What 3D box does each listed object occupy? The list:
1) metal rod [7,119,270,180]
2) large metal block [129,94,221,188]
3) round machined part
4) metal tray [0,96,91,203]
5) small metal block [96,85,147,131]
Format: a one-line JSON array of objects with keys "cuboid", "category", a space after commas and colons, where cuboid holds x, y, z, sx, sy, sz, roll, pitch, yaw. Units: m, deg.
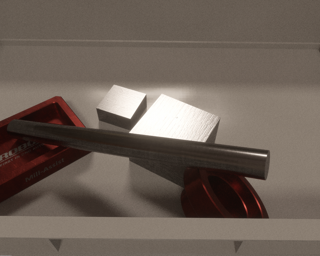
[{"cuboid": [-0.046, 0.016, 0.320, 0.301, 0.025, 0.025, 6, 48, 26], "category": "metal rod"}, {"cuboid": [0.017, 0.014, 0.377, 0.080, 0.050, 0.080, 24, 54, 18], "category": "large metal block"}, {"cuboid": [0.060, 0.076, 0.309, 0.098, 0.042, 0.098, 34, 27, -20], "category": "round machined part"}, {"cuboid": [-0.161, 0.021, 0.381, 0.131, 0.030, 0.090, -30, 57, -23], "category": "metal tray"}, {"cuboid": [-0.052, -0.029, 0.429, 0.050, 0.025, 0.050, 18, 52, 14], "category": "small metal block"}]
